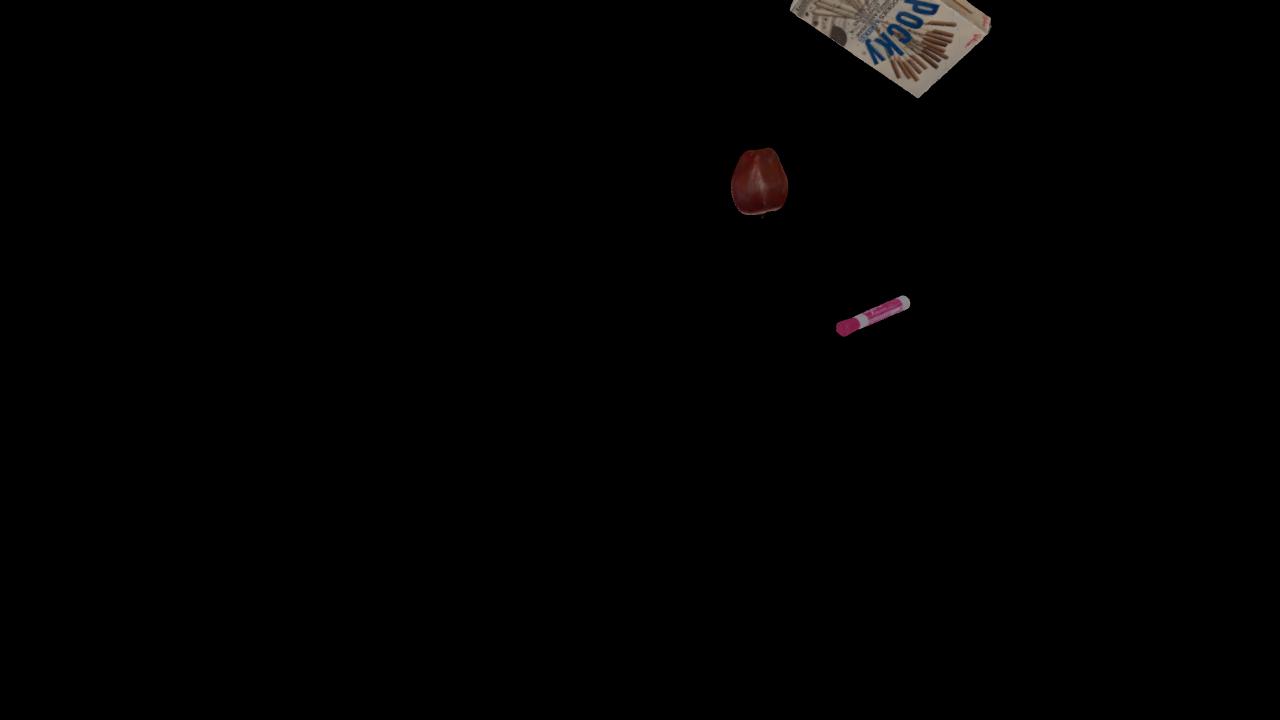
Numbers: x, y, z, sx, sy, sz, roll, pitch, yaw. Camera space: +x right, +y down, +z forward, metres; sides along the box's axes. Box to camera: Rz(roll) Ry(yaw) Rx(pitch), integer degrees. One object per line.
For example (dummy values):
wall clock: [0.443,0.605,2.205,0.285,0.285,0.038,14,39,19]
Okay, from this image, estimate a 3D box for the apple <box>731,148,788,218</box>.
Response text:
apple: [0.164,-0.242,0.849,0.079,0.093,0.079,-8,17,2]

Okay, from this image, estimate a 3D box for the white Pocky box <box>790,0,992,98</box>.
white Pocky box: [0.221,-0.309,0.551,0.154,0.028,0.084,27,-26,-11]

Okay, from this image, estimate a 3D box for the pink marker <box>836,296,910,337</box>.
pink marker: [0.286,-0.054,0.757,0.121,0.020,0.020,-21,10,-26]
